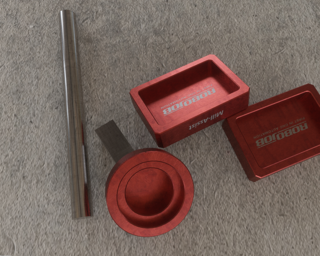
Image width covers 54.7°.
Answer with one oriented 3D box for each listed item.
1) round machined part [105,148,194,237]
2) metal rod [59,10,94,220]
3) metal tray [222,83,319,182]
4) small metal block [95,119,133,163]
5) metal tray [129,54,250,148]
[{"bbox_3d":[-0.014,0.071,0.359,0.099,0.042,0.097,-2,97,-14],"label":"round machined part"},{"bbox_3d":[-0.116,-0.032,0.418,0.025,0.025,0.299,-9,70,-4],"label":"metal rod"},{"bbox_3d":[0.160,0.005,0.405,0.131,0.030,0.090,-21,72,-8],"label":"metal tray"},{"bbox_3d":[-0.053,0.024,0.384,0.025,0.050,0.050,-33,72,-11],"label":"small metal block"},{"bbox_3d":[0.037,-0.039,0.403,0.131,0.030,0.090,-25,51,-9],"label":"metal tray"}]
